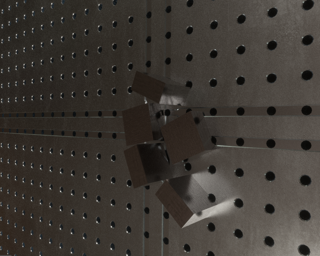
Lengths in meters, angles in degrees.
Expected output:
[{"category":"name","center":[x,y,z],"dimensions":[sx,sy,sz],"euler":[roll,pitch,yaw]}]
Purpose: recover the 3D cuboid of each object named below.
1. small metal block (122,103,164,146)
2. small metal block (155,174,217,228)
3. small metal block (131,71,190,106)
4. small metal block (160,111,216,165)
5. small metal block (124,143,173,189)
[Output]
[{"category":"small metal block","center":[-0.023,-0.004,0.426],"dimensions":[0.050,0.025,0.050],"euler":[-14,82,39]},{"category":"small metal block","center":[0.031,0.085,0.366],"dimensions":[0.050,0.050,0.025],"euler":[48,118,29]},{"category":"small metal block","center":[0.001,-0.050,0.391],"dimensions":[0.050,0.050,0.025],"euler":[29,108,36]},{"category":"small metal block","center":[0.034,0.012,0.380],"dimensions":[0.050,0.025,0.050],"euler":[-29,72,36]},{"category":"small metal block","center":[-0.015,0.048,0.403],"dimensions":[0.025,0.050,0.050],"euler":[-28,73,36]}]
